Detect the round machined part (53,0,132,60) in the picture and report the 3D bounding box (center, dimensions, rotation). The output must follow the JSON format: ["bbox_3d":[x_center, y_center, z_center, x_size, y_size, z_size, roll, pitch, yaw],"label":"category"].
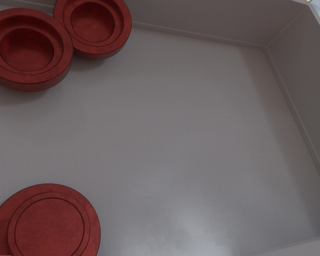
[{"bbox_3d":[-0.091,-0.137,0.416,0.099,0.042,0.097,3,81,-18],"label":"round machined part"}]

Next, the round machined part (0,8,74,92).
[{"bbox_3d":[-0.153,-0.085,0.357,0.099,0.042,0.098,7,67,-18],"label":"round machined part"}]

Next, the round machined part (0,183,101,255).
[{"bbox_3d":[-0.102,0.097,0.281,0.099,0.042,0.098,14,56,-21],"label":"round machined part"}]
